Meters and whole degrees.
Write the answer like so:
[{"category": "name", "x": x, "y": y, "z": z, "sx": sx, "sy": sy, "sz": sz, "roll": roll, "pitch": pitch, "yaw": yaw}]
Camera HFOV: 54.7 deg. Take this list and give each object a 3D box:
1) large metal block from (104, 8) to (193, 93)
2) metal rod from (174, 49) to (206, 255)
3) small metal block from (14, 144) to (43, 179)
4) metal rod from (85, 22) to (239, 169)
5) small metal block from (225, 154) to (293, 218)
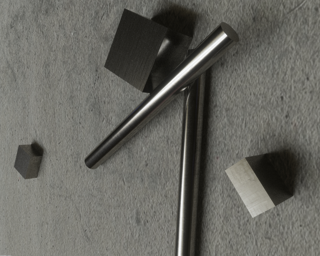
[{"category": "large metal block", "x": -0.017, "y": -0.097, "z": 0.401, "sx": 0.080, "sy": 0.050, "sz": 0.079, "roll": 36, "pitch": 112, "yaw": 33}, {"category": "metal rod", "x": 0.036, "y": 0.058, "z": 0.373, "sx": 0.025, "sy": 0.025, "sz": 0.298, "roll": 5, "pitch": 93, "yaw": 39}, {"category": "small metal block", "x": -0.264, "y": 0.067, "z": 0.619, "sx": 0.050, "sy": 0.025, "sz": 0.050, "roll": 31, "pitch": 109, "yaw": 35}, {"category": "metal rod", "x": -0.020, "y": -0.020, "z": 0.396, "sx": 0.299, "sy": 0.025, "sz": 0.025, "roll": -40, "pitch": 66, "yaw": 40}, {"category": "small metal block", "x": 0.098, "y": 0.055, "z": 0.307, "sx": 0.025, "sy": 0.050, "sz": 0.050, "roll": -42, "pitch": 65, "yaw": 32}]
